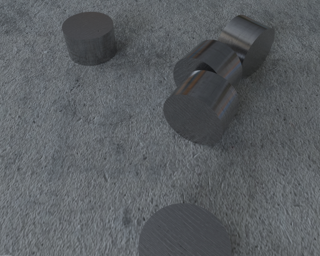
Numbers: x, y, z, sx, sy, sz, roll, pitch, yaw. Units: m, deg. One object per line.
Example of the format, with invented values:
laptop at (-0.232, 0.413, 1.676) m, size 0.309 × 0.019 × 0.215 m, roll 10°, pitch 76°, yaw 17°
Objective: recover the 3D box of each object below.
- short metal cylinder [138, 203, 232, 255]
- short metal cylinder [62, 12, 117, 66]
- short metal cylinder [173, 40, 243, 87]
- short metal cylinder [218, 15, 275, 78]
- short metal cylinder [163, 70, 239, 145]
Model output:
short metal cylinder at (0.022, 0.118, 0.288) m, size 0.080 × 0.050 × 0.080 m, roll 0°, pitch 50°, yaw 0°
short metal cylinder at (-0.115, -0.148, 0.510) m, size 0.080 × 0.050 × 0.080 m, roll 0°, pitch 50°, yaw 0°
short metal cylinder at (0.066, -0.074, 0.430) m, size 0.080 × 0.080 × 0.050 m, roll 30°, pitch 56°, yaw 23°
short metal cylinder at (0.129, -0.124, 0.472) m, size 0.080 × 0.080 × 0.050 m, roll -37°, pitch 59°, yaw -27°
short metal cylinder at (0.052, -0.025, 0.389) m, size 0.080 × 0.080 × 0.050 m, roll 25°, pitch 54°, yaw 19°
